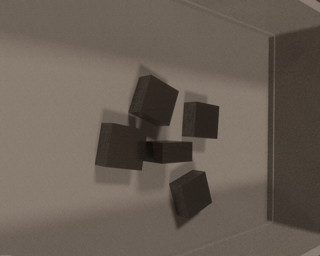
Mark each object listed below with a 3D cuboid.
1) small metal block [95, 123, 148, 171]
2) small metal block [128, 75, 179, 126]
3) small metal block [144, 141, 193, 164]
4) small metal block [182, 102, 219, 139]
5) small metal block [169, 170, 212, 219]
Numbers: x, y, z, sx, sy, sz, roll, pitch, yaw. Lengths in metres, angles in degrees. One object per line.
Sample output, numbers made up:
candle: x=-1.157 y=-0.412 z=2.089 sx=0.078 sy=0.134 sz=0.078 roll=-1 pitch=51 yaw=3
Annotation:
small metal block: x=-0.046 y=0.023 z=0.370 sx=0.050 sy=0.025 sz=0.050 roll=13 pitch=82 yaw=-40
small metal block: x=-0.007 y=-0.034 z=0.402 sx=0.050 sy=0.025 sz=0.050 roll=26 pitch=74 yaw=-37
small metal block: x=0.006 y=0.030 z=0.397 sx=0.050 sy=0.050 sz=0.025 roll=1 pitch=90 yaw=-40
small metal block: x=0.061 y=-0.010 z=0.460 sx=0.050 sy=0.025 sz=0.050 roll=7 pitch=86 yaw=-40
small metal block: x=0.045 y=0.094 z=0.447 sx=0.050 sy=0.025 sz=0.050 roll=-23 pitch=105 yaw=-38
